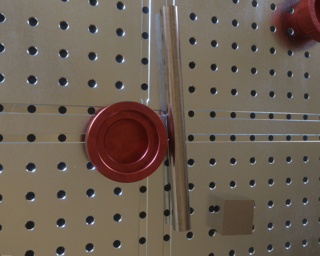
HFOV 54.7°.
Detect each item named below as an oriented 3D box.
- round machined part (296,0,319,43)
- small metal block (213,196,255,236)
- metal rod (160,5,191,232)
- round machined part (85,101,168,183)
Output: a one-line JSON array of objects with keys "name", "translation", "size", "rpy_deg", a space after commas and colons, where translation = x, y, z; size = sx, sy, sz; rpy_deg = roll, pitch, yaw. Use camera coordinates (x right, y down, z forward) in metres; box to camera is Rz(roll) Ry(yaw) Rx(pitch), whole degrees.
[{"name": "round machined part", "translation": [0.262, -0.185, 0.500], "size": [0.099, 0.042, 0.097], "rpy_deg": [0, 90, -20]}, {"name": "small metal block", "translation": [0.108, 0.127, 0.453], "size": [0.050, 0.025, 0.050], "rpy_deg": [5, 88, -20]}, {"name": "metal rod", "translation": [0.021, -0.012, 0.420], "size": [0.025, 0.025, 0.298], "rpy_deg": [-4, 91, -20]}, {"name": "round machined part", "translation": [-0.044, 0.016, 0.387], "size": [0.099, 0.042, 0.097], "rpy_deg": [0, 90, -20]}]
